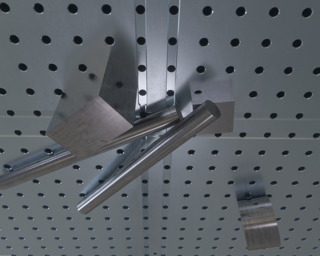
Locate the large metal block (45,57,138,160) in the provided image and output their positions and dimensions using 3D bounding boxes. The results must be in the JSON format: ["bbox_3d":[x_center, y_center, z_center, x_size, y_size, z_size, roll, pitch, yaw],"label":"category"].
[{"bbox_3d":[-0.075,-0.023,0.355,0.080,0.080,0.050,-31,124,23],"label":"large metal block"}]

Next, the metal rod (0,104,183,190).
[{"bbox_3d":[-0.110,0.033,0.438,0.300,0.025,0.025,-21,127,16],"label":"metal rod"}]

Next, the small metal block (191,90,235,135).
[{"bbox_3d":[0.067,-0.019,0.396,0.050,0.025,0.050,-5,130,4],"label":"small metal block"}]

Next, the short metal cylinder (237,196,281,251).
[{"bbox_3d":[0.161,0.157,0.511,0.050,0.080,0.080,-12,129,10],"label":"short metal cylinder"}]

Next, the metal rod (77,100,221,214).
[{"bbox_3d":[-0.034,0.056,0.441,0.025,0.025,0.299,32,129,-25],"label":"metal rod"}]
